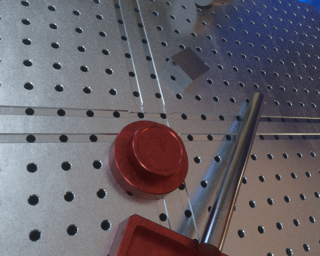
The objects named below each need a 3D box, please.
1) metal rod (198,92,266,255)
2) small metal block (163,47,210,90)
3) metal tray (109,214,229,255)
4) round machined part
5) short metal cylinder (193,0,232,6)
[{"bbox_3d":[0.110,0.038,0.426,0.025,0.025,0.301,37,45,-4],"label":"metal rod"},{"bbox_3d":[0.043,-0.095,0.491,0.050,0.025,0.050,47,51,5],"label":"small metal block"},{"bbox_3d":[0.009,0.156,0.315,0.131,0.030,0.090,28,52,-11],"label":"metal tray"},{"bbox_3d":[-0.008,0.033,0.375,0.099,0.042,0.098,14,56,-21],"label":"round machined part"},{"bbox_3d":[0.103,-0.279,0.602,0.050,0.080,0.080,-15,70,-34],"label":"short metal cylinder"}]
